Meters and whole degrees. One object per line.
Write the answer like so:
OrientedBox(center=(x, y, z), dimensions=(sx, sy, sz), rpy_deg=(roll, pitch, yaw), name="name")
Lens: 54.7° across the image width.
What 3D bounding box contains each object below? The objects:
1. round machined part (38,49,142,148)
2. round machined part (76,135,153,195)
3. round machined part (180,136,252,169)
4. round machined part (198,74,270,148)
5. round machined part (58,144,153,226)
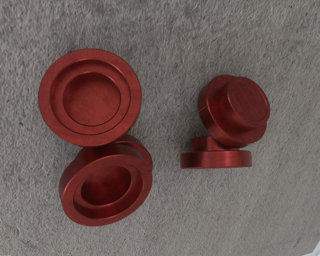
OrientedBox(center=(-0.068, -0.028, 0.319), dimensions=(0.099, 0.042, 0.097), rpy_deg=(1, 81, -5), name="round machined part")
OrientedBox(center=(-0.062, 0.048, 0.391), dimensions=(0.099, 0.042, 0.097), rpy_deg=(-14, 124, -21), name="round machined part")
OrientedBox(center=(0.077, 0.035, 0.436), dimensions=(0.099, 0.098, 0.042), rpy_deg=(4, 80, -30), name="round machined part")
OrientedBox(center=(0.100, -0.027, 0.396), dimensions=(0.099, 0.098, 0.042), rpy_deg=(2, 157, -29), name="round machined part")
OrientedBox(center=(-0.061, 0.058, 0.342), dimensions=(0.099, 0.042, 0.097), rpy_deg=(-15, 127, -21), name="round machined part")
